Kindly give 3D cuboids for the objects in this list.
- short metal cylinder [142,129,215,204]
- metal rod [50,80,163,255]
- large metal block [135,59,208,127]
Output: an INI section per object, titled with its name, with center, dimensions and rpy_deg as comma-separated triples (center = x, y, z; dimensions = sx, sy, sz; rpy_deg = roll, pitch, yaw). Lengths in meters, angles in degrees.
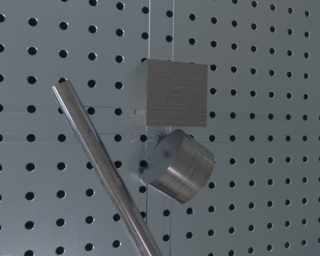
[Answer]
[short metal cylinder]
center = 0.022, 0.048, 0.392
dimensions = 0.050, 0.080, 0.080
rpy_deg = 36, 78, -17
[metal rod]
center = -0.054, 0.080, 0.393
dimensions = 0.025, 0.025, 0.299
rpy_deg = -29, 100, -18
[large metal block]
center = 0.014, -0.042, 0.405
dimensions = 0.081, 0.050, 0.079
rpy_deg = 1, 90, -20
